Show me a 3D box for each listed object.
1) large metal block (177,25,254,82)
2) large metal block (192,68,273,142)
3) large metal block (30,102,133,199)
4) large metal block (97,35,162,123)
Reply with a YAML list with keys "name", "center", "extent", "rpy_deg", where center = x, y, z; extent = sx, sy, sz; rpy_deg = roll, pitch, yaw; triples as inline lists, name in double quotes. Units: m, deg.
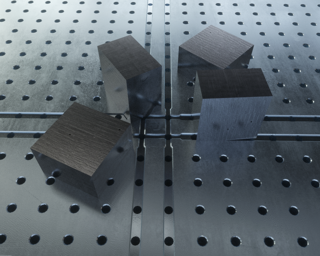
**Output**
- name: "large metal block"
  center: [0.085, -0.108, 0.483]
  extent: [0.080, 0.050, 0.080]
  rpy_deg: [35, 58, 25]
- name: "large metal block"
  center: [0.087, -0.028, 0.397]
  extent: [0.081, 0.080, 0.050]
  rpy_deg: [-3, 50, -3]
- name: "large metal block"
  center: [-0.088, 0.024, 0.370]
  extent: [0.080, 0.050, 0.080]
  rpy_deg: [21, 53, 16]
- name: "large metal block"
  center: [-0.041, -0.068, 0.428]
  extent: [0.050, 0.080, 0.080]
  rpy_deg: [-26, 55, -20]
